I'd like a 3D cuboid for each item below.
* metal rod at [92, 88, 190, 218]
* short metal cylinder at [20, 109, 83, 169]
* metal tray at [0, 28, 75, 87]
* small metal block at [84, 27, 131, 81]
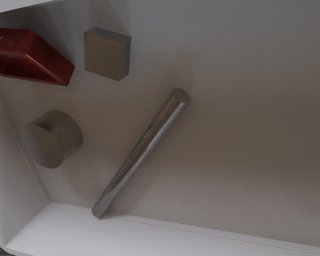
[{"bbox_3d":[-0.043,0.055,0.463,0.025,0.025,0.298,38,129,2],"label":"metal rod"},{"bbox_3d":[-0.171,0.017,0.491,0.080,0.050,0.079,13,124,20],"label":"short metal cylinder"},{"bbox_3d":[-0.193,-0.095,0.411,0.130,0.030,0.090,11,166,22],"label":"metal tray"},{"bbox_3d":[-0.066,-0.092,0.385,0.050,0.025,0.050,20,126,16],"label":"small metal block"}]
